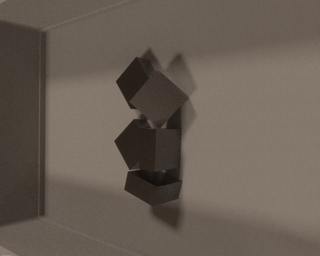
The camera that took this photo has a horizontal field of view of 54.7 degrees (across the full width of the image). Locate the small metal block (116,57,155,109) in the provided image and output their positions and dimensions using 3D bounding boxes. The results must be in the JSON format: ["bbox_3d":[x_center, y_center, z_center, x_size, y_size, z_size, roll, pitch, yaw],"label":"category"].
[{"bbox_3d":[-0.028,-0.061,0.428,0.050,0.025,0.050,-44,64,31],"label":"small metal block"}]

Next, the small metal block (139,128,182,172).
[{"bbox_3d":[0.001,0.026,0.388,0.025,0.050,0.050,3,92,40],"label":"small metal block"}]

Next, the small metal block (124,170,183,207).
[{"bbox_3d":[-0.008,0.073,0.395,0.050,0.050,0.025,20,103,38],"label":"small metal block"}]

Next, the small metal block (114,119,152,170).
[{"bbox_3d":[-0.030,0.023,0.430,0.050,0.025,0.050,-46,63,30],"label":"small metal block"}]

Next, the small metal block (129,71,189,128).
[{"bbox_3d":[-0.001,-0.036,0.385,0.050,0.025,0.050,42,104,0],"label":"small metal block"}]
